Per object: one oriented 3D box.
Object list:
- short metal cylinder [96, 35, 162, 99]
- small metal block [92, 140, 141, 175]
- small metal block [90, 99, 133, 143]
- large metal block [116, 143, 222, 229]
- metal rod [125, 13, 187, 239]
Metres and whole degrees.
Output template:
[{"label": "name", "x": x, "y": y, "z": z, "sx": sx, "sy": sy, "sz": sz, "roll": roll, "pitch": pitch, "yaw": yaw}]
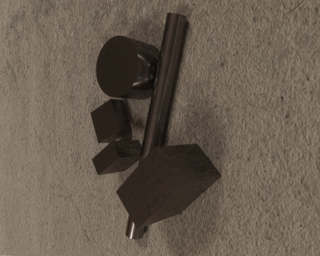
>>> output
[{"label": "short metal cylinder", "x": -0.041, "y": -0.080, "z": 0.420, "sx": 0.080, "sy": 0.050, "sz": 0.079, "roll": 0, "pitch": 90, "yaw": 39}, {"label": "small metal block", "x": -0.058, "y": 0.041, "z": 0.434, "sx": 0.050, "sy": 0.050, "sz": 0.025, "roll": -40, "pitch": 66, "yaw": 32}, {"label": "small metal block", "x": -0.073, "y": -0.010, "z": 0.463, "sx": 0.050, "sy": 0.025, "sz": 0.050, "roll": -28, "pitch": 73, "yaw": 36}, {"label": "large metal block", "x": 0.011, "y": 0.064, "z": 0.359, "sx": 0.080, "sy": 0.081, "sz": 0.050, "roll": -50, "pitch": 61, "yaw": 28}, {"label": "metal rod", "x": -0.007, "y": 0.004, "z": 0.408, "sx": 0.025, "sy": 0.025, "sz": 0.298, "roll": 18, "pitch": 101, "yaw": 38}]
